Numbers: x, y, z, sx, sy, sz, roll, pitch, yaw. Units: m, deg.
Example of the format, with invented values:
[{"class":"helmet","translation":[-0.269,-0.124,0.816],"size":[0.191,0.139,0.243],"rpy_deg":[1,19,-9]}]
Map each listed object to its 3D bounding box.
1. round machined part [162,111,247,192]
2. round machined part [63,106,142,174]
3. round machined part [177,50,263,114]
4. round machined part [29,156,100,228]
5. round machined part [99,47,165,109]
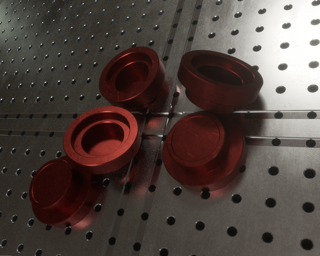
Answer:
[{"class":"round machined part","translation":[0.047,0.020,0.359],"size":[0.098,0.042,0.098],"rpy_deg":[-13,56,20]},{"class":"round machined part","translation":[-0.073,0.020,0.410],"size":[0.099,0.042,0.098],"rpy_deg":[-5,49,6]},{"class":"round machined part","translation":[0.068,-0.053,0.372],"size":[0.099,0.042,0.098],"rpy_deg":[10,36,-7]},{"class":"round machined part","translation":[-0.135,0.080,0.417],"size":[0.098,0.042,0.098],"rpy_deg":[-13,56,20]},{"class":"round machined part","translation":[-0.037,-0.069,0.458],"size":[0.098,0.042,0.098],"rpy_deg":[-13,56,20]}]
